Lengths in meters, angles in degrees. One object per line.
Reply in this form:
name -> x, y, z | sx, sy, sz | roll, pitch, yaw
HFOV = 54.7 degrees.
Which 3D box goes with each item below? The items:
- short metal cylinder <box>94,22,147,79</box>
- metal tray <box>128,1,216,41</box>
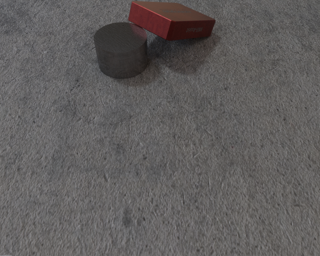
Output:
short metal cylinder -> -0.060, -0.123, 0.490 | 0.081, 0.050, 0.080 | 0, 50, 0
metal tray -> 0.023, -0.182, 0.522 | 0.090, 0.030, 0.131 | 35, 35, 25
